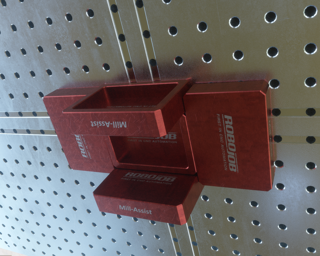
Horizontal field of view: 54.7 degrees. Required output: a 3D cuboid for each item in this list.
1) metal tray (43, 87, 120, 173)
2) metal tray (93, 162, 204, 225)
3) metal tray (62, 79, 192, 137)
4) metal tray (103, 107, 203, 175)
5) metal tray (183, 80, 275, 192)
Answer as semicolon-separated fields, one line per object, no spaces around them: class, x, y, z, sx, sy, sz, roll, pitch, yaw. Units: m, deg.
metal tray;-0.113;0.005;0.468;0.090;0.030;0.129;1;119;27
metal tray;-0.013;0.081;0.422;0.130;0.090;0.030;1;119;27
metal tray;-0.037;-0.025;0.372;0.130;0.090;0.030;1;119;27
metal tray;-0.013;0.014;0.419;0.130;0.030;0.089;1;119;27
metal tray;0.084;0.012;0.368;0.090;0.030;0.129;0;119;26
